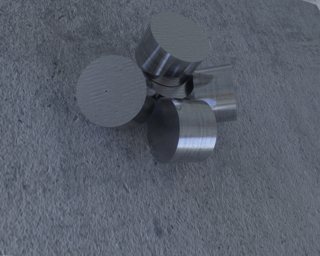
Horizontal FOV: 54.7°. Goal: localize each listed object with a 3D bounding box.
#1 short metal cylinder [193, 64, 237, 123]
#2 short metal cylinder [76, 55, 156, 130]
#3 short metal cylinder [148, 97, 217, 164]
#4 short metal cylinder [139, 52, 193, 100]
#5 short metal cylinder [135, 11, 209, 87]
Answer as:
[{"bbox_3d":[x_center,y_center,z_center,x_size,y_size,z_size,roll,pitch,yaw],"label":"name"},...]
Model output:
[{"bbox_3d":[0.078,-0.047,0.435,0.050,0.080,0.080,-7,58,12],"label":"short metal cylinder"},{"bbox_3d":[-0.049,-0.039,0.362,0.080,0.050,0.080,-1,85,10],"label":"short metal cylinder"},{"bbox_3d":[0.025,0.003,0.382,0.050,0.080,0.080,2,61,-28],"label":"short metal cylinder"},{"bbox_3d":[0.000,-0.060,0.428,0.081,0.050,0.080,14,56,-21],"label":"short metal cylinder"},{"bbox_3d":[0.015,-0.100,0.395,0.081,0.050,0.080,14,56,-21],"label":"short metal cylinder"}]
